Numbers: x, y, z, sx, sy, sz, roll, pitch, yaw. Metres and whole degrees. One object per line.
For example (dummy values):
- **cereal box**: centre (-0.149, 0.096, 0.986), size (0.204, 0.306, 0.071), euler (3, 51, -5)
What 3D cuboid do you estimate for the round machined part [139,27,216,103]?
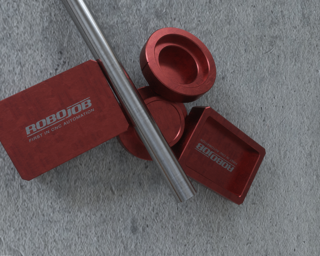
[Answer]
- **round machined part**: centre (0.019, -0.076, 0.397), size (0.099, 0.042, 0.098), euler (11, 64, -23)

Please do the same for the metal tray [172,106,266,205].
- **metal tray**: centre (0.080, 0.039, 0.426), size (0.130, 0.030, 0.090), euler (33, 79, -28)

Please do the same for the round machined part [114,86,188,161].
- **round machined part**: centre (-0.007, -0.006, 0.399), size (0.099, 0.042, 0.097), euler (0, 90, -20)

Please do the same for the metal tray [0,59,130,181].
- **metal tray**: centre (-0.113, -0.010, 0.355), size (0.131, 0.030, 0.090), euler (-28, 97, -9)

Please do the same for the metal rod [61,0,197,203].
- **metal rod**: centre (-0.044, -0.051, 0.358), size (0.025, 0.025, 0.299), euler (-29, 87, -18)
